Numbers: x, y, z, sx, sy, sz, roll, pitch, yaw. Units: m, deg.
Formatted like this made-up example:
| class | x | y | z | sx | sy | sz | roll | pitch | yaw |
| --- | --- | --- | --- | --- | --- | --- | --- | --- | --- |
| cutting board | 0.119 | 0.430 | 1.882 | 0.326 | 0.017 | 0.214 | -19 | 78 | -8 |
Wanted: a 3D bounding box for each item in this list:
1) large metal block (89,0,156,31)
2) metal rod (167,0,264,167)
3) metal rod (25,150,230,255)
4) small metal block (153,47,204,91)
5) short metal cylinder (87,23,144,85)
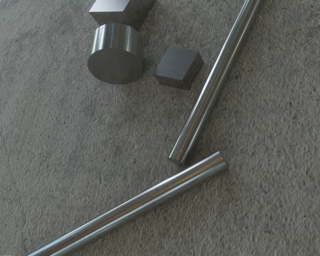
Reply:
| class | x | y | z | sx | sy | sz | roll | pitch | yaw |
| --- | --- | --- | --- | --- | --- | --- | --- | --- | --- |
| large metal block | -0.066 | -0.219 | 0.555 | 0.080 | 0.050 | 0.080 | 13 | 68 | 33 |
| metal rod | 0.086 | -0.086 | 0.411 | 0.025 | 0.025 | 0.300 | 15 | 69 | 34 |
| metal rod | -0.058 | 0.109 | 0.365 | 0.301 | 0.025 | 0.025 | -30 | 52 | 8 |
| small metal block | 0.027 | -0.085 | 0.441 | 0.050 | 0.025 | 0.050 | 17 | 71 | 34 |
| short metal cylinder | -0.065 | -0.110 | 0.469 | 0.080 | 0.080 | 0.050 | -12 | 57 | 21 |
